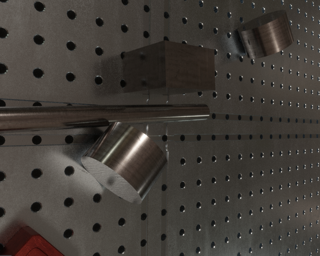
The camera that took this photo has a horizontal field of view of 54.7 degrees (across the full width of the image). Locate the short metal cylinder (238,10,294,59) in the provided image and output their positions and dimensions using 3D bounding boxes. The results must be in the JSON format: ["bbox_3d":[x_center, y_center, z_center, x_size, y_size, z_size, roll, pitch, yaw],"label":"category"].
[{"bbox_3d":[0.179,-0.159,0.527,0.080,0.080,0.050,-41,116,-32],"label":"short metal cylinder"}]

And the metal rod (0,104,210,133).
[{"bbox_3d":[-0.050,-0.015,0.368,0.302,0.025,0.025,-4,93,-40],"label":"metal rod"}]

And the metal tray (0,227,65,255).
[{"bbox_3d":[-0.140,0.173,0.290,0.130,0.030,0.090,-50,120,-29],"label":"metal tray"}]

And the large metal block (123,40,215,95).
[{"bbox_3d":[0.011,-0.070,0.384,0.081,0.080,0.050,-3,92,-40],"label":"large metal block"}]

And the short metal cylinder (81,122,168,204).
[{"bbox_3d":[-0.039,0.039,0.342,0.080,0.080,0.050,53,59,-28],"label":"short metal cylinder"}]
